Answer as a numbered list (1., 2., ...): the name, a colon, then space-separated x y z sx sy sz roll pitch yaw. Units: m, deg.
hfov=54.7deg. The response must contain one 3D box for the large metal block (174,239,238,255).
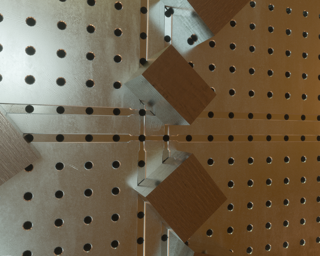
1. large metal block: 0.059 0.206 0.423 0.081 0.050 0.080 18 84 -20

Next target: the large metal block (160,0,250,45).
1. large metal block: 0.063 -0.176 0.424 0.080 0.050 0.080 -47 105 -14

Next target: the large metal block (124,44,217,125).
1. large metal block: 0.010 -0.049 0.388 0.080 0.080 0.050 45 76 -15

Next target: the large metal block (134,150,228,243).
1. large metal block: 0.027 0.088 0.411 0.080 0.050 0.080 -41 103 -16

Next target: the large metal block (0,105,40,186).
1. large metal block: -0.188 0.023 0.330 0.080 0.050 0.080 -38 103 -16
